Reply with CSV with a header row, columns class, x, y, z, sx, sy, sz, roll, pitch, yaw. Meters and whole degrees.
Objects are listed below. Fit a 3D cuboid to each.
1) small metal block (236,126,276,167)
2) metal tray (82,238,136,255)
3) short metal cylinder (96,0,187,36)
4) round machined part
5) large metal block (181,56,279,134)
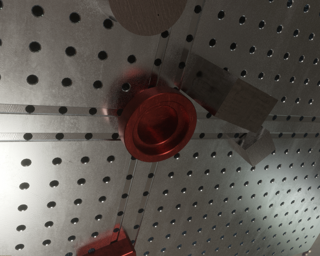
class,x,y,z,sx,sy,sz,roll,pitch,yaw
small metal block,0.162,0.030,0.521,0.050,0.025,0.050,-38,130,-3
metal tray,-0.083,0.252,0.520,0.091,0.030,0.129,-16,125,-20
short metal cylinder,-0.019,-0.136,0.301,0.081,0.050,0.079,-14,125,-21
round machined part,-0.006,-0.008,0.393,0.099,0.042,0.097,-14,125,-21
large metal block,0.088,-0.043,0.399,0.081,0.080,0.050,18,109,-36
